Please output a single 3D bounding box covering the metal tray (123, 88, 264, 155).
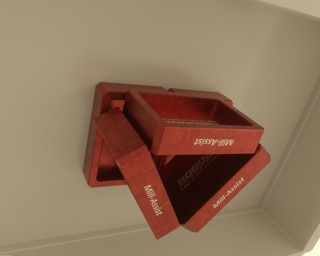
[{"bbox_3d":[0.035,-0.008,0.339,0.131,0.090,0.030,2,118,-29],"label":"metal tray"}]

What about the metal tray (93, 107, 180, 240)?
[{"bbox_3d":[-0.025,0.051,0.343,0.030,0.090,0.129,-28,128,-10],"label":"metal tray"}]

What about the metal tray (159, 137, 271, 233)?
[{"bbox_3d":[0.060,0.053,0.390,0.130,0.090,0.030,-46,129,4],"label":"metal tray"}]

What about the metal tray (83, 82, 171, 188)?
[{"bbox_3d":[-0.041,0.011,0.389,0.091,0.030,0.129,1,117,-28],"label":"metal tray"}]

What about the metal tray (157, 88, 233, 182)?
[{"bbox_3d":[0.040,0.013,0.433,0.091,0.030,0.129,1,117,-29],"label":"metal tray"}]
